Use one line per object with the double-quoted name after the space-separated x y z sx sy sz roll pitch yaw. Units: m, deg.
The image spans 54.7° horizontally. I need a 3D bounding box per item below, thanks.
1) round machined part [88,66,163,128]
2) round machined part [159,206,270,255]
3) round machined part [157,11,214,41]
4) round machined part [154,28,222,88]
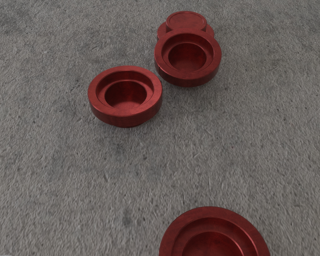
-0.046 -0.038 0.424 0.099 0.042 0.098 0 50 0 "round machined part"
0.048 0.127 0.286 0.099 0.042 0.098 0 50 0 "round machined part"
0.044 -0.164 0.531 0.099 0.042 0.098 0 50 0 "round machined part"
0.041 -0.101 0.469 0.099 0.042 0.098 0 62 1 "round machined part"
